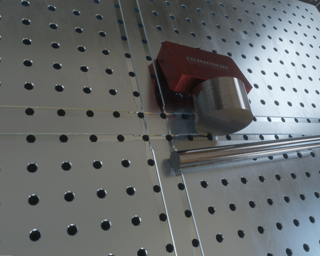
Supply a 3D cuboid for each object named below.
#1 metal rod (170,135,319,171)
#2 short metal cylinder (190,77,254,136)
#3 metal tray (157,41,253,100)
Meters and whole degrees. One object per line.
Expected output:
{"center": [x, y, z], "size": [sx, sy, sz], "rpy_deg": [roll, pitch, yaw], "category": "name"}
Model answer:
{"center": [0.149, 0.033, 0.470], "size": [0.303, 0.025, 0.025], "rpy_deg": [-4, 64, -30], "category": "metal rod"}
{"center": [0.086, -0.028, 0.438], "size": [0.081, 0.080, 0.050], "rpy_deg": [7, 59, -25], "category": "short metal cylinder"}
{"center": [0.068, -0.087, 0.480], "size": [0.131, 0.030, 0.090], "rpy_deg": [7, 42, -25], "category": "metal tray"}
